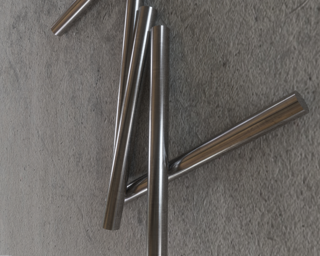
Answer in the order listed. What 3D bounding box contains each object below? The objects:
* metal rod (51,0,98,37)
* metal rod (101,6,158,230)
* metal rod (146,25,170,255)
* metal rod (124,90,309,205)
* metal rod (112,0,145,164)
[{"bbox_3d":[-0.078,-0.229,0.469,0.299,0.025,0.025,-26,74,37],"label":"metal rod"},{"bbox_3d":[-0.041,-0.013,0.419,0.025,0.025,0.298,10,90,39],"label":"metal rod"},{"bbox_3d":[-0.002,0.019,0.378,0.025,0.025,0.299,-8,77,40],"label":"metal rod"},{"bbox_3d":[0.032,0.043,0.378,0.299,0.025,0.025,-33,70,35],"label":"metal rod"},{"bbox_3d":[-0.045,-0.074,0.442,0.025,0.025,0.298,10,96,39],"label":"metal rod"}]
